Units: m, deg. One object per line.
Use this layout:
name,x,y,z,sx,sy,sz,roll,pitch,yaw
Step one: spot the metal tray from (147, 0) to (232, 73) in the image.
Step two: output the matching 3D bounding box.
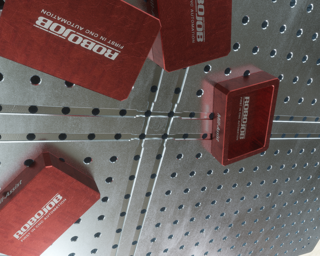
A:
metal tray,0.034,-0.136,0.342,0.091,0.030,0.129,-19,126,-17

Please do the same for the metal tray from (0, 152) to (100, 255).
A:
metal tray,-0.152,0.102,0.387,0.130,0.030,0.090,-44,129,2

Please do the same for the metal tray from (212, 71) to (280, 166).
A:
metal tray,0.126,-0.012,0.468,0.091,0.030,0.129,-17,125,-19

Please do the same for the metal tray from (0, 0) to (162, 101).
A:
metal tray,-0.076,-0.090,0.295,0.131,0.030,0.090,20,108,-25
